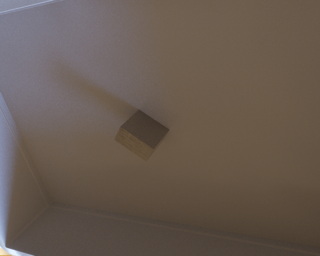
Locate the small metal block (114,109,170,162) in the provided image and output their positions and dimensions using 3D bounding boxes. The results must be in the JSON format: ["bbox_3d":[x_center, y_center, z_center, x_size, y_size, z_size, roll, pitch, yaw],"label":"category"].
[{"bbox_3d":[-0.023,0.009,0.409,0.050,0.050,0.025,34,129,5],"label":"small metal block"}]
